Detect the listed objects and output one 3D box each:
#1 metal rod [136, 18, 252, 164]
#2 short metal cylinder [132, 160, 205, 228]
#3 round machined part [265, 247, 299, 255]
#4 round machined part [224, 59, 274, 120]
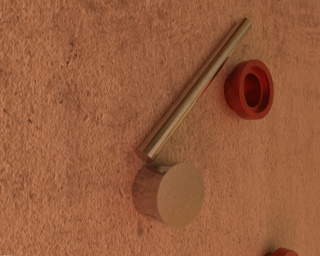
[{"bbox_3d":[0.062,-0.070,0.456,0.301,0.025,0.025,-52,121,-27],"label":"metal rod"},{"bbox_3d":[0.012,0.082,0.398,0.081,0.050,0.079,0,90,-40],"label":"short metal cylinder"},{"bbox_3d":[0.222,0.274,0.580,0.099,0.042,0.097,0,90,-40],"label":"round machined part"},{"bbox_3d":[0.144,-0.062,0.514,0.099,0.042,0.097,0,90,-40],"label":"round machined part"}]
